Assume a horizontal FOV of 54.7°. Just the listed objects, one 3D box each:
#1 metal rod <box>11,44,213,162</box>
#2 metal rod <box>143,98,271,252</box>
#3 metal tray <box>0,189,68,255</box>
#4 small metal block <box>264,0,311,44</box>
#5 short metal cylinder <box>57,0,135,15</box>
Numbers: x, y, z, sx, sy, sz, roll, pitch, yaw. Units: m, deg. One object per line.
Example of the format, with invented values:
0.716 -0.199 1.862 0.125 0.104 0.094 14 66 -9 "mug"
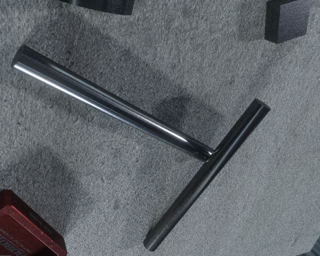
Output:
-0.029 -0.012 0.384 0.301 0.025 0.025 28 103 -38 "metal rod"
0.059 0.083 0.466 0.025 0.025 0.298 17 118 -35 "metal rod"
-0.190 0.146 0.390 0.090 0.030 0.130 -32 129 -8 "metal tray"
0.169 -0.145 0.412 0.050 0.025 0.050 -21 127 -16 "small metal block"
-0.058 -0.131 0.259 0.081 0.080 0.050 1 118 -30 "short metal cylinder"
